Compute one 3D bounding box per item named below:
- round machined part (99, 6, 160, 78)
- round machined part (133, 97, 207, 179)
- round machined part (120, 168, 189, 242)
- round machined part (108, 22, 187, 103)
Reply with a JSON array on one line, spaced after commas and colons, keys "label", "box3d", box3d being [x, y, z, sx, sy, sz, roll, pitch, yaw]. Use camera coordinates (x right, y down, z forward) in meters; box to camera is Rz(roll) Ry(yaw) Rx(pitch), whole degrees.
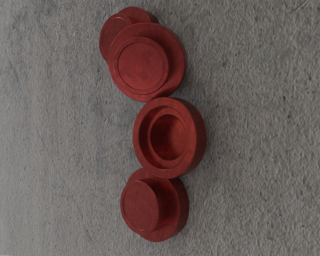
[{"label": "round machined part", "box3d": [-0.048, -0.121, 0.433, 0.098, 0.042, 0.097, 0, 90, 40]}, {"label": "round machined part", "box3d": [0.016, 0.012, 0.381, 0.098, 0.042, 0.097, 0, 90, 40]}, {"label": "round machined part", "box3d": [-0.014, 0.100, 0.406, 0.098, 0.042, 0.097, 0, 90, 40]}, {"label": "round machined part", "box3d": [-0.018, -0.078, 0.380, 0.098, 0.042, 0.097, 4, 110, 12]}]
